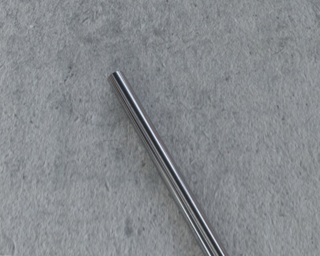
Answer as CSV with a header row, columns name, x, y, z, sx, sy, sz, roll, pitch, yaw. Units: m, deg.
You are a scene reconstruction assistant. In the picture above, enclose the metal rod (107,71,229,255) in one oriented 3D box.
name,x,y,z,sx,sy,sz,roll,pitch,yaw
metal rod,0.010,0.052,0.389,0.025,0.025,0.299,-27,73,-10
